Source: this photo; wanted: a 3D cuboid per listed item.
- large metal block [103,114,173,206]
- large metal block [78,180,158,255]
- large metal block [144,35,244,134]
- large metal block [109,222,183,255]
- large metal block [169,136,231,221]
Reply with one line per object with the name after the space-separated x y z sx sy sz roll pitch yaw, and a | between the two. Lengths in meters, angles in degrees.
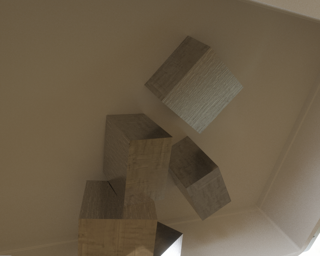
-0.030 0.034 0.373 0.050 0.080 0.079 -4 113 -27 | large metal block
-0.050 0.104 0.364 0.081 0.080 0.050 3 109 -9 | large metal block
0.043 -0.052 0.385 0.080 0.050 0.080 -48 129 5 | large metal block
-0.018 0.172 0.377 0.081 0.050 0.079 -22 122 -53 | large metal block
0.051 0.072 0.447 0.050 0.080 0.080 -32 129 -8 | large metal block
